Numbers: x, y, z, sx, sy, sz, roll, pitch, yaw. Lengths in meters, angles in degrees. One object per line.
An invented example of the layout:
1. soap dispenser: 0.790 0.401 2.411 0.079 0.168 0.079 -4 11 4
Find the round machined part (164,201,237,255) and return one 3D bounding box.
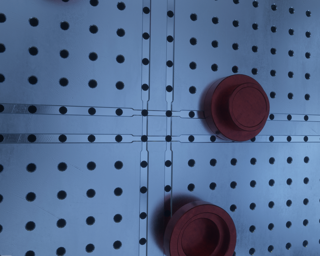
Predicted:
1. round machined part: 0.051 0.148 0.422 0.099 0.042 0.097 0 90 -20

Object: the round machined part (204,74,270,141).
1. round machined part: 0.117 -0.029 0.446 0.099 0.042 0.097 0 90 -20
